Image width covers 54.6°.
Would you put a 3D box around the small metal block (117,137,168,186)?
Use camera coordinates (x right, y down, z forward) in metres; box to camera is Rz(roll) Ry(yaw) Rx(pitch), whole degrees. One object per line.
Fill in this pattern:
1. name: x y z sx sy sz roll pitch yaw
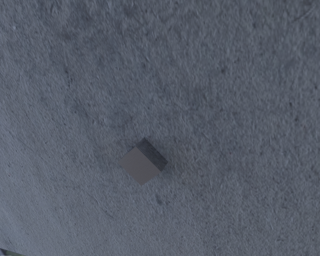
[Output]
1. small metal block: -0.025 0.050 0.451 0.050 0.025 0.050 46 129 -4
